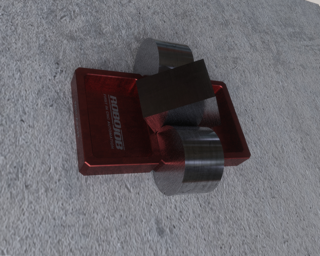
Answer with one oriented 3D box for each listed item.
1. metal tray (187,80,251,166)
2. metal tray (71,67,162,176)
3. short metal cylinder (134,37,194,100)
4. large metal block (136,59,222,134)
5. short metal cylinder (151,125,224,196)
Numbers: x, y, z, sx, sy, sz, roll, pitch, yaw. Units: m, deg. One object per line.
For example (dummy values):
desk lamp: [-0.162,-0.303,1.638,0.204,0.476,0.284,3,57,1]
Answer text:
metal tray: [0.068,-0.010,0.445,0.091,0.030,0.130,2,61,-28]
metal tray: [-0.056,-0.010,0.378,0.091,0.030,0.130,2,61,-28]
short metal cylinder: [0.003,-0.078,0.419,0.050,0.080,0.080,2,61,-27]
large metal block: [0.025,-0.029,0.375,0.080,0.080,0.050,-17,65,9]
short metal cylinder: [0.030,0.037,0.363,0.050,0.080,0.080,2,61,-27]
